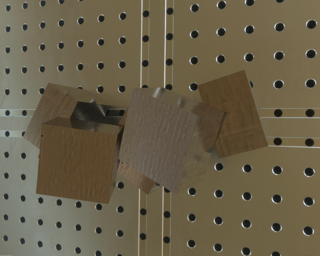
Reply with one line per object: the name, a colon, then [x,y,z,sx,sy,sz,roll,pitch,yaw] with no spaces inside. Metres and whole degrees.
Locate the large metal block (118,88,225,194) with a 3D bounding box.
large metal block: [0.009,0.008,0.321,0.080,0.050,0.079,26,112,33]

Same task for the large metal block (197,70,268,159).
large metal block: [0.086,-0.014,0.352,0.050,0.080,0.080,-17,85,19]

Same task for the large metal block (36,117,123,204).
large metal block: [-0.091,0.035,0.360,0.081,0.050,0.079,9,100,-2]

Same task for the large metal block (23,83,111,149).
large metal block: [-0.125,-0.010,0.425,0.050,0.080,0.080,31,100,17]

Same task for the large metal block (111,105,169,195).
large metal block: [-0.018,0.026,0.404,0.080,0.050,0.080,34,101,16]
